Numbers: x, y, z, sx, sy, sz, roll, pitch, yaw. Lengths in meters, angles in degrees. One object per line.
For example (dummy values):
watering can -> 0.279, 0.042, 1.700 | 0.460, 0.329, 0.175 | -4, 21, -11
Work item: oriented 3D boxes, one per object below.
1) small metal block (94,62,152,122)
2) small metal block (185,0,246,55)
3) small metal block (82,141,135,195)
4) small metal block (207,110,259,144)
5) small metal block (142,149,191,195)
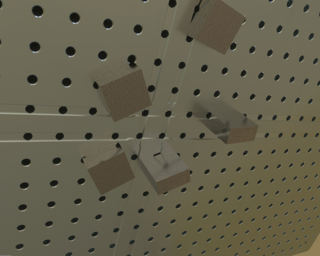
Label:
small metal block -> -0.042, -0.042, 0.363 | 0.050, 0.025, 0.050 | -26, 128, -13
small metal block -> 0.067, -0.123, 0.373 | 0.050, 0.025, 0.050 | 16, 110, -35
small metal block -> -0.067, 0.053, 0.409 | 0.050, 0.025, 0.050 | -26, 128, -13
small metal block -> 0.106, -0.002, 0.454 | 0.050, 0.050, 0.025 | -6, 121, -26
small metal block -> 0.009, 0.062, 0.440 | 0.050, 0.050, 0.025 | -20, 126, -17
